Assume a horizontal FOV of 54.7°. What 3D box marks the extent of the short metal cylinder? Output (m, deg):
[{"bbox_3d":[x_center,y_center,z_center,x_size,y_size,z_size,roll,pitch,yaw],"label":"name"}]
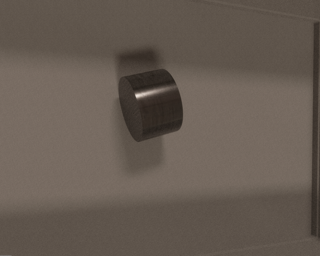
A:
[{"bbox_3d":[-0.013,-0.028,0.377,0.050,0.080,0.080,-16,96,-20],"label":"short metal cylinder"}]
